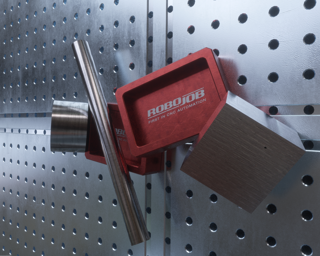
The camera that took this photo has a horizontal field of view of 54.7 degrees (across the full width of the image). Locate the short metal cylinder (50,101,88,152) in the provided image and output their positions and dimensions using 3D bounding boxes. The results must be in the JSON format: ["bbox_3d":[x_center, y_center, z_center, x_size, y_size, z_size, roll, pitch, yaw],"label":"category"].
[{"bbox_3d":[-0.142,-0.002,0.487,0.080,0.050,0.080,-176,89,-75],"label":"short metal cylinder"}]

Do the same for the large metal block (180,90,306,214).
[{"bbox_3d":[0.078,0.022,0.305,0.080,0.050,0.080,32,114,2],"label":"large metal block"}]

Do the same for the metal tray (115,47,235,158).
[{"bbox_3d":[0.017,-0.026,0.367,0.130,0.030,0.090,-22,76,20],"label":"metal tray"}]

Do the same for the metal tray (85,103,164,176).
[{"bbox_3d":[-0.055,0.011,0.451,0.130,0.030,0.089,9,96,39],"label":"metal tray"}]

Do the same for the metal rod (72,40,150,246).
[{"bbox_3d":[-0.073,0.009,0.430,0.025,0.025,0.299,-31,71,35],"label":"metal rod"}]
